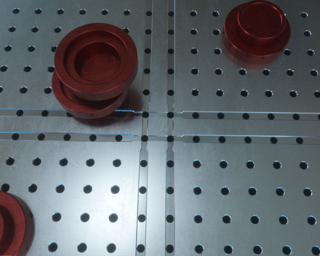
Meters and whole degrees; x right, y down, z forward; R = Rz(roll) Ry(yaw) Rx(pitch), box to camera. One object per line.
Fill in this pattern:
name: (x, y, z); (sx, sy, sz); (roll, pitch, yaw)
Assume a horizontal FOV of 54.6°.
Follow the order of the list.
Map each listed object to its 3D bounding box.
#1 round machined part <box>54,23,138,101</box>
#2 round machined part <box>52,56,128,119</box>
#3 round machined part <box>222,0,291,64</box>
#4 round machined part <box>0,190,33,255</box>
round machined part: (-0.076, -0.078, 0.386); (0.099, 0.042, 0.098); (0, 70, 0)
round machined part: (-0.092, -0.057, 0.423); (0.099, 0.042, 0.098); (0, 70, 0)
round machined part: (0.144, -0.148, 0.458); (0.099, 0.042, 0.098); (0, 70, 0)
round machined part: (-0.205, 0.120, 0.358); (0.099, 0.042, 0.098); (0, 70, 0)
